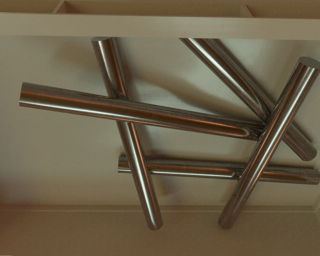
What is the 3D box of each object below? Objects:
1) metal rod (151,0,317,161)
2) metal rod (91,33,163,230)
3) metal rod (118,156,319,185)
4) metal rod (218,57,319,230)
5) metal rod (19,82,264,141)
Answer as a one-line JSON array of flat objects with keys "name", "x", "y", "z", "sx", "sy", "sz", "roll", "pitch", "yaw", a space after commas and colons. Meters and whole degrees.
[{"name": "metal rod", "x": 0.106, "y": -0.043, "z": 0.373, "sx": 0.025, "sy": 0.025, "sz": 0.301, "roll": -37, "pitch": 121, "yaw": 27}, {"name": "metal rod", "x": -0.034, "y": 0.027, "z": 0.406, "sx": 0.025, "sy": 0.025, "sz": 0.298, "roll": -8, "pitch": 122, "yaw": 6}, {"name": "metal rod", "x": 0.090, "y": 0.064, "z": 0.464, "sx": 0.302, "sy": 0.025, "sz": 0.025, "roll": 4, "pitch": 130, "yaw": -4}, {"name": "metal rod", "x": 0.131, "y": 0.044, "z": 0.414, "sx": 0.025, "sy": 0.025, "sz": 0.298, "roll": 7, "pitch": 130, "yaw": -6}, {"name": "metal rod", "x": 0.001, "y": -0.013, "z": 0.363, "sx": 0.302, "sy": 0.025, "sz": 0.025, "roll": 8, "pitch": 131, "yaw": -21}]
